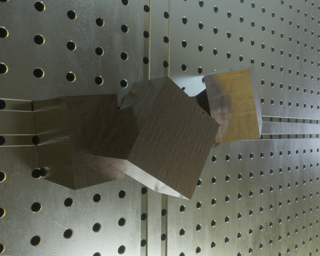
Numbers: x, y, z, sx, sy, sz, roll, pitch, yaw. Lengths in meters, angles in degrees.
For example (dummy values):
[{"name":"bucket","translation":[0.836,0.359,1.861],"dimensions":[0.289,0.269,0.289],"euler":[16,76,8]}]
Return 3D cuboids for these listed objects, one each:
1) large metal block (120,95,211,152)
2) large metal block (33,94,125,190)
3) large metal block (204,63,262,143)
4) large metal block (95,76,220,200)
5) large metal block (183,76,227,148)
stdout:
[{"name":"large metal block","translation":[0.004,-0.005,0.378],"dimensions":[0.080,0.080,0.050],"euler":[24,75,-38]},{"name":"large metal block","translation":[-0.082,0.010,0.305],"dimensions":[0.050,0.080,0.079],"euler":[-8,96,-40]},{"name":"large metal block","translation":[0.094,-0.034,0.385],"dimensions":[0.080,0.050,0.079],"euler":[-37,117,-66]},{"name":"large metal block","translation":[0.001,0.011,0.290],"dimensions":[0.080,0.050,0.080],"euler":[38,67,-33]},{"name":"large metal block","translation":[0.072,-0.027,0.455],"dimensions":[0.080,0.050,0.080],"euler":[-37,113,-34]}]
